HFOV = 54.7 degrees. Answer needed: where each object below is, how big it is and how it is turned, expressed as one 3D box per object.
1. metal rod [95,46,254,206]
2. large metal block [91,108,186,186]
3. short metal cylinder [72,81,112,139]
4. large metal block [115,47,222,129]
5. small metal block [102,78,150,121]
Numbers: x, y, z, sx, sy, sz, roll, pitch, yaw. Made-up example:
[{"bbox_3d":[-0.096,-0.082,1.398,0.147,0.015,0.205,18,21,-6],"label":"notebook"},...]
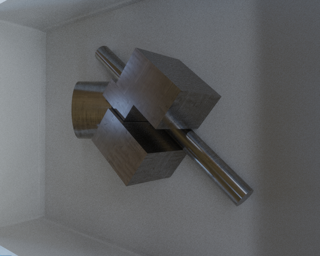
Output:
[{"bbox_3d":[0.001,-0.020,0.403,0.300,0.025,0.025,47,118,29],"label":"metal rod"},{"bbox_3d":[-0.024,0.021,0.388,0.080,0.081,0.050,47,118,29],"label":"large metal block"},{"bbox_3d":[-0.086,-0.025,0.430,0.050,0.080,0.079,1,91,0],"label":"short metal cylinder"},{"bbox_3d":[0.010,-0.044,0.360,0.080,0.081,0.050,48,118,29],"label":"large metal block"},{"bbox_3d":[-0.034,-0.034,0.385,0.050,0.050,0.025,48,119,29],"label":"small metal block"}]
